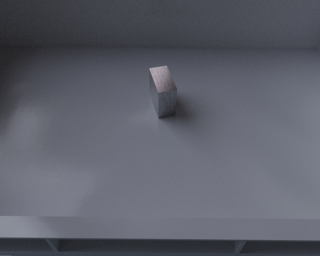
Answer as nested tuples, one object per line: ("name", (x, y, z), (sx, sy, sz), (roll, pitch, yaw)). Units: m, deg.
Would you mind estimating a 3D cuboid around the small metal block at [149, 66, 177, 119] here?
("small metal block", (0.004, -0.050, 0.431), (0.025, 0.050, 0.050), (-11, 51, -10))
